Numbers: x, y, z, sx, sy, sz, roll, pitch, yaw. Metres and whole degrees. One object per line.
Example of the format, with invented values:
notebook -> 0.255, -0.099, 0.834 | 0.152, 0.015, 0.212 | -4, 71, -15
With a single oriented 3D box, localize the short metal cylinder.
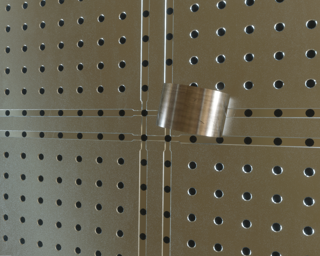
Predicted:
short metal cylinder -> 0.039, -0.021, 0.369 | 0.080, 0.080, 0.050 | 12, 94, 19
